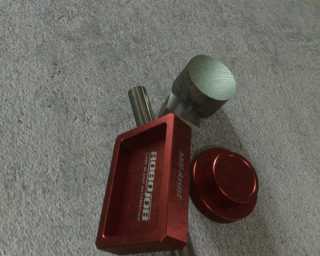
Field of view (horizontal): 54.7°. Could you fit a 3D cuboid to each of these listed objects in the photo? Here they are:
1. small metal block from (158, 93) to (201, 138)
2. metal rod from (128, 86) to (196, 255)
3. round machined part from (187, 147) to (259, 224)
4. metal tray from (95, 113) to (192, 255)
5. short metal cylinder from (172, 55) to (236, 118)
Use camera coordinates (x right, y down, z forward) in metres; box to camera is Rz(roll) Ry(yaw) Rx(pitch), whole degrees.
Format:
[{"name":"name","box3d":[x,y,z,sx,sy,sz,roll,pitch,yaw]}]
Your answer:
[{"name":"small metal block","box3d":[0.026,-0.015,0.418,0.050,0.025,0.050,31,29,-9]},{"name":"metal rod","box3d":[0.009,0.082,0.359,0.025,0.025,0.299,-3,63,-30]},{"name":"round machined part","box3d":[0.087,0.069,0.399,0.099,0.042,0.098,14,56,-21]},{"name":"metal tray","box3d":[-0.015,0.057,0.317,0.030,0.090,0.130,36,47,-37]},{"name":"short metal cylinder","box3d":[0.065,-0.062,0.462,0.081,0.050,0.080,14,56,-21]}]
